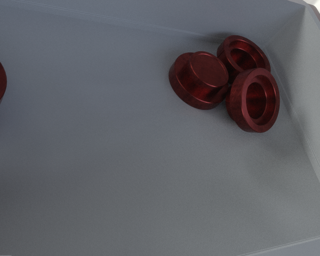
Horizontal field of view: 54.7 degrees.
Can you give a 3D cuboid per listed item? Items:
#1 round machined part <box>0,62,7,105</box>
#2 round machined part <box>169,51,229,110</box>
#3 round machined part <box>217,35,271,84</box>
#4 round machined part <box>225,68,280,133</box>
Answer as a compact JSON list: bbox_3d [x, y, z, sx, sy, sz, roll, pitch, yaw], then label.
[{"bbox_3d":[-0.208,-0.042,0.303,0.099,0.042,0.098,20,52,-27],"label":"round machined part"},{"bbox_3d":[0.067,-0.080,0.482,0.099,0.042,0.098,14,56,-21],"label":"round machined part"},{"bbox_3d":[0.140,-0.111,0.540,0.099,0.042,0.098,14,56,-21],"label":"round machined part"},{"bbox_3d":[0.140,-0.042,0.480,0.099,0.042,0.097,-1,92,-38],"label":"round machined part"}]
